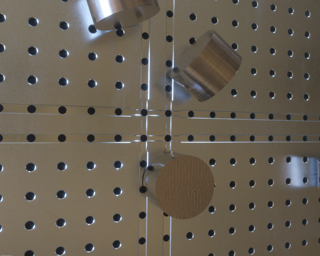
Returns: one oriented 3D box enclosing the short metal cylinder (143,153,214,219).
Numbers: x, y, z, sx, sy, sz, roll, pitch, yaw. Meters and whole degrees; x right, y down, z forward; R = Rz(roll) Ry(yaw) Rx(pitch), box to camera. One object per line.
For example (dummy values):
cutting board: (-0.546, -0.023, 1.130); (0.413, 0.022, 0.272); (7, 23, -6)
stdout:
short metal cylinder: (0.024, 0.074, 0.408); (0.081, 0.050, 0.079); (0, 90, -20)

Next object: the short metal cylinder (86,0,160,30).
short metal cylinder: (-0.046, -0.154, 0.366); (0.081, 0.080, 0.050); (-19, 97, -19)

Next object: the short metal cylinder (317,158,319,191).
short metal cylinder: (0.294, 0.075, 0.492); (0.081, 0.080, 0.050); (-2, 91, -20)

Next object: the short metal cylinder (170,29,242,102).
short metal cylinder: (0.059, -0.081, 0.405); (0.050, 0.080, 0.080); (39, 78, -16)
